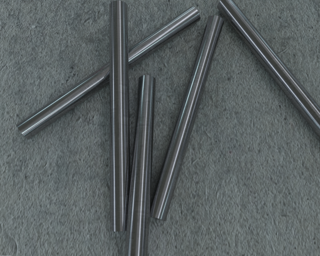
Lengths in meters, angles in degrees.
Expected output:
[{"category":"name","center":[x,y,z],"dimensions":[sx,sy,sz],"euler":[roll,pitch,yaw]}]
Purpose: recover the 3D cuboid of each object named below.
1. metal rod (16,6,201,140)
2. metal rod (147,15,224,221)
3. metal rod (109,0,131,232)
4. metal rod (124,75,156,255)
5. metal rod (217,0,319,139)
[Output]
[{"category":"metal rod","center":[-0.063,-0.084,0.438],"dimensions":[0.301,0.025,0.025],"euler":[-38,74,-13]},{"category":"metal rod","center":[0.039,-0.027,0.418],"dimensions":[0.025,0.025,0.299],"euler":[16,71,6]},{"category":"metal rod","center":[-0.052,-0.025,0.398],"dimensions":[0.025,0.025,0.299],"euler":[-2,77,-1]},{"category":"metal rod","center":[-0.023,0.068,0.368],"dimensions":[0.025,0.025,0.299],"euler":[2,65,1]},{"category":"metal rod","center":[0.173,-0.072,0.435],"dimensions":[0.025,0.025,0.299],"euler":[-28,73,-10]}]
